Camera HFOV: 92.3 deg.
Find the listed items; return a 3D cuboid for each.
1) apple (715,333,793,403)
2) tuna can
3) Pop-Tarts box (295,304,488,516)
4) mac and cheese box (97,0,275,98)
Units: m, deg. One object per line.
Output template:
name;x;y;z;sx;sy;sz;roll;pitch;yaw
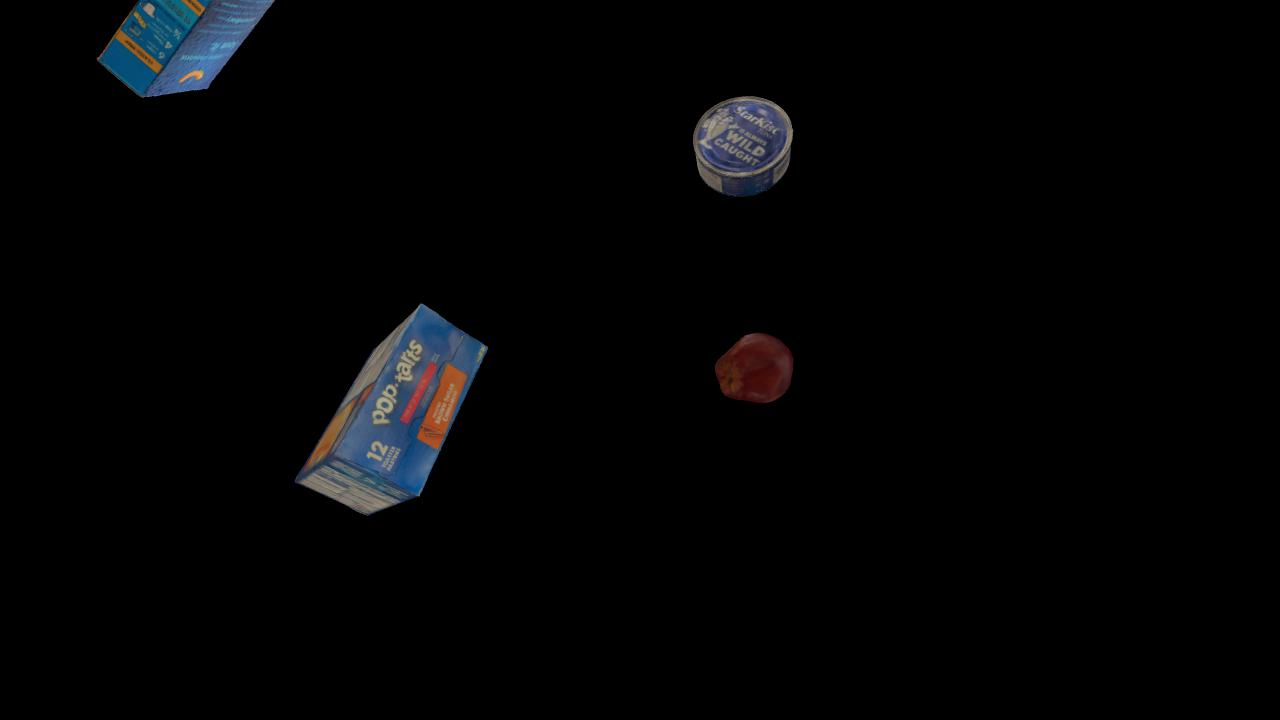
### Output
apple;0.129;0.011;0.687;0.079;0.079;0.093;0;12;45
tuna can;0.090;-0.185;0.535;0.084;0.084;0.034;0;-21;12
Pop-Tarts box;-0.243;0.053;0.607;0.083;0.167;0.141;34;-38;-26
mac and cheese box;-0.313;-0.280;0.461;0.184;0.041;0.093;-39;25;15
